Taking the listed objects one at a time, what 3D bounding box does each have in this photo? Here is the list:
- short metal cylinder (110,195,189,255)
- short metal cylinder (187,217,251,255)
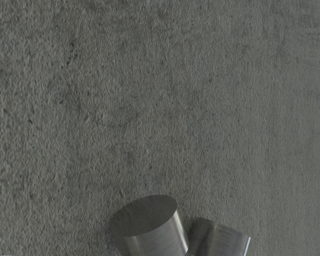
[{"bbox_3d":[-0.012,0.121,0.359,0.081,0.080,0.050,-29,108,-36],"label":"short metal cylinder"},{"bbox_3d":[0.082,0.166,0.438,0.080,0.080,0.050,36,68,-34],"label":"short metal cylinder"}]
